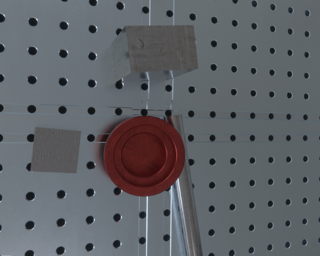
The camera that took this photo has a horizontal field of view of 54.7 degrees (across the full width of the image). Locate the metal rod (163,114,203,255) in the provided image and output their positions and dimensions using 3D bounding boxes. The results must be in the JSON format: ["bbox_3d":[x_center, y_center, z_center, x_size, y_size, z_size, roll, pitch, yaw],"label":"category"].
[{"bbox_3d":[0.040,0.130,0.427,0.025,0.025,0.298,-10,94,-20],"label":"metal rod"}]

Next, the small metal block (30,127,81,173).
[{"bbox_3d":[-0.123,0.026,0.367,0.050,0.025,0.050,6,88,-20],"label":"small metal block"}]

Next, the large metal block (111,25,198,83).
[{"bbox_3d":[-0.010,-0.089,0.380,0.081,0.080,0.050,-7,93,-20],"label":"large metal block"}]

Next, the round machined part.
[{"bbox_3d":[-0.021,0.033,0.391,0.099,0.042,0.097,0,92,-12],"label":"round machined part"}]
